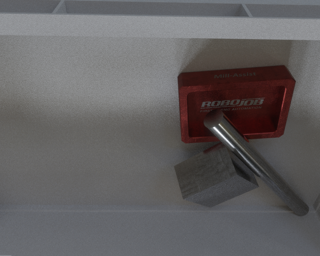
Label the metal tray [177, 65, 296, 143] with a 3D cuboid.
[{"bbox_3d":[0.090,-0.027,0.384,0.131,0.030,0.089,-4,130,2],"label":"metal tray"}]

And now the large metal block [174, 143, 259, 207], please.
[{"bbox_3d":[0.080,0.068,0.436,0.080,0.050,0.080,-31,145,23],"label":"large metal block"}]

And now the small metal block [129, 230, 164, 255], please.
[{"bbox_3d":[-0.025,0.229,0.606,0.050,0.025,0.050,-18,128,14],"label":"small metal block"}]

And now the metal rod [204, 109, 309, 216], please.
[{"bbox_3d":[0.151,0.064,0.439,0.025,0.025,0.301,-31,132,23],"label":"metal rod"}]
